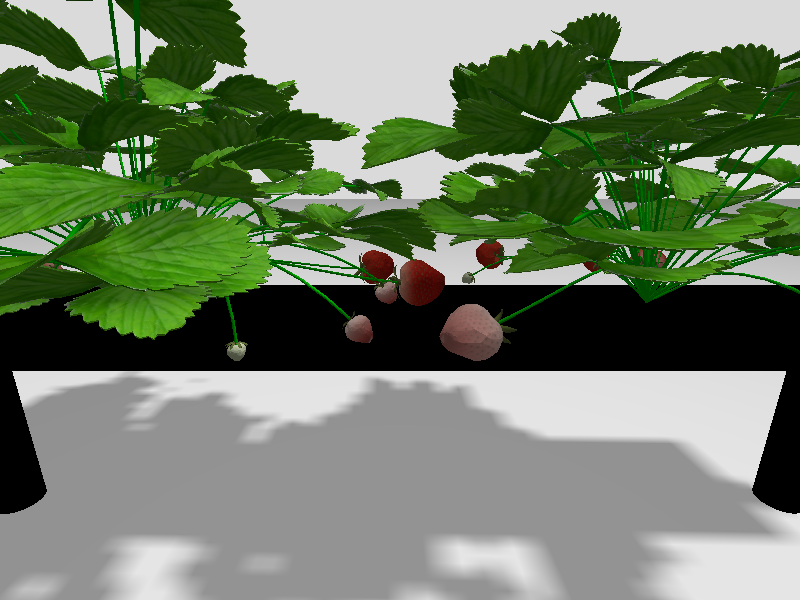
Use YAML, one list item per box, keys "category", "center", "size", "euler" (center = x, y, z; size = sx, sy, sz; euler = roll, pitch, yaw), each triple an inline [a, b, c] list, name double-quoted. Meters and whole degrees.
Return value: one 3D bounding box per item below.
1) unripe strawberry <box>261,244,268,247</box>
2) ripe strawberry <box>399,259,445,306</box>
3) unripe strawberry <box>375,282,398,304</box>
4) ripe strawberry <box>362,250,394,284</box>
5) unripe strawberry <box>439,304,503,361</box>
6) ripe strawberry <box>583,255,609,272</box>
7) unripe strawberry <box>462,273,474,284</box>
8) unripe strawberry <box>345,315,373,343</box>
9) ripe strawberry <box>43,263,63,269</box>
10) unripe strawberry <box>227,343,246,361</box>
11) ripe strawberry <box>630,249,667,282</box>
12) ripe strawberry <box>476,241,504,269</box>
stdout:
- category: "unripe strawberry"
  center: [-0.199, -0.078, 0.590]
  size: [0.011, 0.010, 0.010]
  euler: [2, 16, 6]
- category: "ripe strawberry"
  center: [0.020, -0.016, 0.360]
  size: [0.042, 0.041, 0.039]
  euler: [1, 16, 0]
- category: "unripe strawberry"
  center: [-0.011, -0.005, 0.356]
  size: [0.020, 0.019, 0.018]
  euler: [-30, 13, 9]
- category: "ripe strawberry"
  center: [-0.023, -0.035, 0.427]
  size: [0.035, 0.037, 0.033]
  euler: [-5, 17, -19]
- category: "unripe strawberry"
  center: [0.041, 0.020, 0.241]
  size: [0.037, 0.032, 0.037]
  euler: [-11, 19, -32]
- category: "ripe strawberry"
  center: [0.242, -0.050, 0.497]
  size: [0.029, 0.031, 0.031]
  euler: [2, 15, 7]
- category: "unripe strawberry"
  center: [0.072, -0.023, 0.432]
  size: [0.013, 0.013, 0.012]
  euler: [-29, 0, 30]
- category: "unripe strawberry"
  center: [-0.026, 0.021, 0.270]
  size: [0.019, 0.019, 0.018]
  euler: [42, 28, 11]
- category: "ripe strawberry"
  center: [-0.377, -0.030, 0.431]
  size: [0.024, 0.025, 0.022]
  euler: [-7, 11, 28]
- category: "unripe strawberry"
  center: [-0.097, 0.031, 0.239]
  size: [0.011, 0.011, 0.010]
  euler: [-15, 22, -43]
- category: "ripe strawberry"
  center: [0.274, -0.039, 0.444]
  size: [0.037, 0.039, 0.041]
  euler: [9, 18, 28]
- category: "ripe strawberry"
  center: [0.114, -0.059, 0.518]
  size: [0.035, 0.037, 0.038]
  euler: [-11, 18, -33]
